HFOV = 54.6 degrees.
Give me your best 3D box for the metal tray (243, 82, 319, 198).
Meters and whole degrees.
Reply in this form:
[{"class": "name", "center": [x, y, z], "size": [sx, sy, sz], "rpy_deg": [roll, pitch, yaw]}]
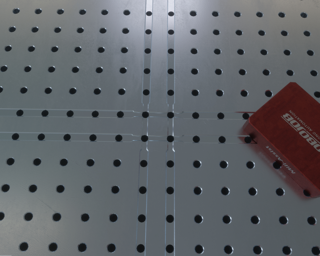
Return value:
[{"class": "metal tray", "center": [0.188, 0.013, 0.405], "size": [0.090, 0.030, 0.130], "rpy_deg": [-39, 75, -13]}]
